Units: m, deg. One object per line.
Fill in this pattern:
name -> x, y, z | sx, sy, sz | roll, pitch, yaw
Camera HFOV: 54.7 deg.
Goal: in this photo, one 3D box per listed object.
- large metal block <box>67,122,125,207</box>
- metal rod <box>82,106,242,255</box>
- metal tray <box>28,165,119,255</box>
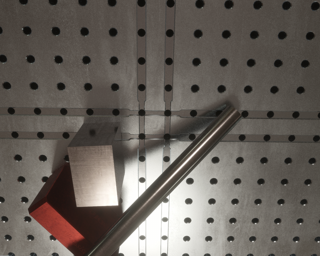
large metal block -> -0.078, 0.044, 0.399 | 0.050, 0.080, 0.079 | -2, 110, 0
metal rod -> -0.007, 0.084, 0.386 | 0.300, 0.025, 0.025 | -45, 106, -9
metal tray -> -0.107, 0.123, 0.422 | 0.030, 0.090, 0.130 | -36, 107, 12
